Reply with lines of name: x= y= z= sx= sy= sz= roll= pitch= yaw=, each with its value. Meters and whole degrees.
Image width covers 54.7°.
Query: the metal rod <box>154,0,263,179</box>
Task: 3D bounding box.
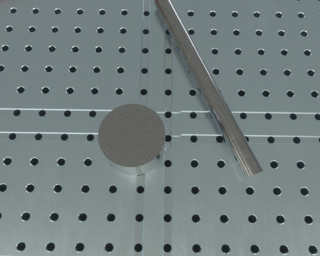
metal rod: x=0.061 y=-0.070 z=0.437 sx=0.025 sy=0.025 sz=0.299 roll=-22 pitch=72 yaw=-8

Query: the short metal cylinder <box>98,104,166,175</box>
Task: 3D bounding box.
short metal cylinder: x=-0.034 y=0.016 z=0.392 sx=0.081 sy=0.050 sz=0.080 roll=0 pitch=70 yaw=0
